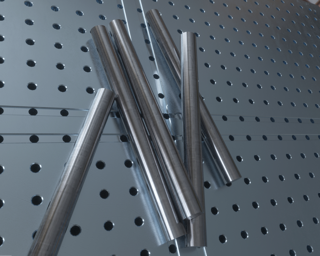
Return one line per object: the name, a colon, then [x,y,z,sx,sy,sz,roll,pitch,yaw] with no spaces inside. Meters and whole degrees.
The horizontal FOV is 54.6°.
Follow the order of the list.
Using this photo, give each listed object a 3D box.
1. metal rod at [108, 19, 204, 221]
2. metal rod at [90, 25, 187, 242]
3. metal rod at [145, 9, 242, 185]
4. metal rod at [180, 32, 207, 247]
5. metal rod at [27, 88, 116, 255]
metal rod: [-0.015,-0.029,0.402,0.025,0.025,0.299,-6,60,-31]
metal rod: [-0.035,-0.009,0.394,0.025,0.025,0.299,-9,66,-32]
metal rod: [0.043,-0.058,0.465,0.025,0.025,0.299,-11,67,-33]
metal rod: [0.042,-0.002,0.411,0.025,0.025,0.299,11,63,-22]
metal rod: [-0.097,0.076,0.308,0.025,0.025,0.300,24,53,-14]
